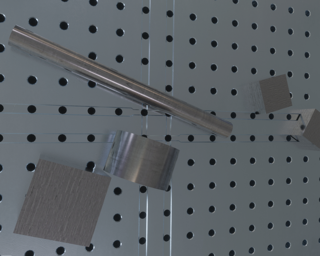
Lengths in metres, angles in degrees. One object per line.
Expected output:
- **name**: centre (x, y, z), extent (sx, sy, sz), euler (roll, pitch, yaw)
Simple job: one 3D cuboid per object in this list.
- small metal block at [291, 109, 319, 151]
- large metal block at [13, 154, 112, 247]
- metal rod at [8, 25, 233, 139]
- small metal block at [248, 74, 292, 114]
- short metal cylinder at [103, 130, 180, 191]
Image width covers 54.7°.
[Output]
- **small metal block**: centre (0.249, 0.003, 0.504), extent (0.050, 0.025, 0.050), euler (33, 79, -17)
- **large metal block**: centre (-0.111, 0.082, 0.358), extent (0.081, 0.050, 0.080), euler (19, 84, -19)
- **metal rod**: centre (-0.035, -0.051, 0.399), extent (0.302, 0.025, 0.025), euler (22, 83, -19)
- **small metal block**: centre (0.169, -0.052, 0.475), extent (0.050, 0.025, 0.050), euler (-16, 96, -19)
- **short metal cylinder**: centre (-0.022, 0.039, 0.375), extent (0.080, 0.080, 0.050), euler (20, 83, -19)
